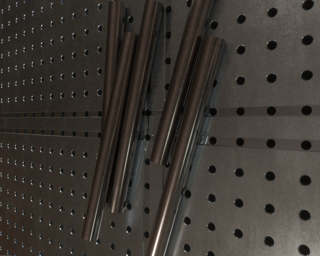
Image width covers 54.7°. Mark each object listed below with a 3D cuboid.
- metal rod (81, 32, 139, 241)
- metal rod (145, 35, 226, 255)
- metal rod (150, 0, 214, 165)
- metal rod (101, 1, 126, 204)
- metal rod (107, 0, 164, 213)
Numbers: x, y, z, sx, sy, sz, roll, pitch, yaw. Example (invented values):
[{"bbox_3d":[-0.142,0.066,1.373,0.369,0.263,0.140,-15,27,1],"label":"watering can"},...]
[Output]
[{"bbox_3d":[-0.071,0.013,0.445,0.025,0.025,0.298,14,93,39],"label":"metal rod"},{"bbox_3d":[0.027,0.038,0.385,0.025,0.025,0.298,23,104,37],"label":"metal rod"},{"bbox_3d":[0.036,-0.097,0.377,0.025,0.025,0.298,24,105,37],"label":"metal rod"},{"bbox_3d":[-0.074,-0.036,0.467,0.025,0.025,0.298,7,94,39],"label":"metal rod"},{"bbox_3d":[-0.037,-0.023,0.437,0.025,0.025,0.298,19,102,38],"label":"metal rod"}]
